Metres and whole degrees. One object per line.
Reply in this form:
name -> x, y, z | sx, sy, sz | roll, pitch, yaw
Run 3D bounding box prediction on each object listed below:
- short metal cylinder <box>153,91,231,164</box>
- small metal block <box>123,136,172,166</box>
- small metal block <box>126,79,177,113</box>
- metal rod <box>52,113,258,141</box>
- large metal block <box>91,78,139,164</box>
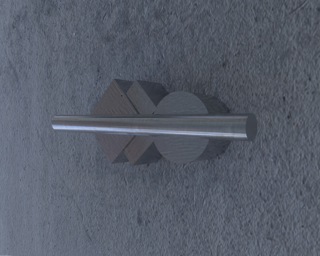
short metal cylinder -> 0.037, -0.001, 0.359 | 0.080, 0.050, 0.080 | 0, 90, 40
small metal block -> -0.011, 0.021, 0.401 | 0.050, 0.050, 0.025 | -50, 61, 28
small metal block -> -0.008, -0.033, 0.397 | 0.025, 0.050, 0.050 | -50, 61, 28
metal rod -> -0.035, -0.004, 0.367 | 0.300, 0.025, 0.025 | 2, 91, 40
large metal block -> -0.046, -0.009, 0.426 | 0.080, 0.050, 0.080 | -49, 61, 28
